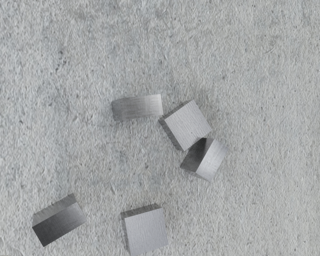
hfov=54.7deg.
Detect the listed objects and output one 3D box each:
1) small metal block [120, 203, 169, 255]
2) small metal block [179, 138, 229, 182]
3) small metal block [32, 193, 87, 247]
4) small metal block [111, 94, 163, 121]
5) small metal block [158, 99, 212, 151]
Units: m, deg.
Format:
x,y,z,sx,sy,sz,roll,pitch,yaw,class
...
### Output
x,y,z,sx,sy,sz,roll,pitch,yaw,class
-0.020,0.131,0.402,0.050,0.025,0.050,-11,94,-20,small metal block
0.058,0.041,0.417,0.025,0.050,0.050,34,79,-17,small metal block
-0.115,0.102,0.353,0.050,0.050,0.025,-28,100,-18,small metal block
-0.030,-0.025,0.385,0.050,0.050,0.025,-9,93,-20,small metal block
0.034,-0.004,0.421,0.050,0.025,0.050,-36,102,-17,small metal block
